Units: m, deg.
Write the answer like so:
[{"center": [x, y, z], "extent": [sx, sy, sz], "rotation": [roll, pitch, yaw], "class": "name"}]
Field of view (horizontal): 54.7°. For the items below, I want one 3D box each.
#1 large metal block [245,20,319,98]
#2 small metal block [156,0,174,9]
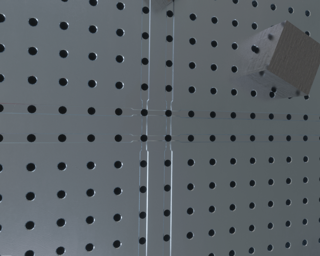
[{"center": [0.190, -0.100, 0.469], "extent": [0.080, 0.050, 0.080], "rotation": [26, 82, -18], "class": "large metal block"}, {"center": [0.010, -0.199, 0.416], "extent": [0.050, 0.025, 0.050], "rotation": [-41, 103, -15], "class": "small metal block"}]
